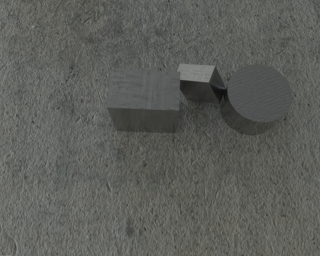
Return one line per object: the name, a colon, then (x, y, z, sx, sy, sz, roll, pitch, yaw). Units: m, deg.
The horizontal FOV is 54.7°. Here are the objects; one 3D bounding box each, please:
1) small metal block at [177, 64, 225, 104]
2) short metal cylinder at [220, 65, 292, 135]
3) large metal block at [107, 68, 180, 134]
small metal block: (0.053, -0.058, 0.408, 0.050, 0.050, 0.025, 11, 68, 32)
short metal cylinder: (0.124, -0.036, 0.409, 0.081, 0.050, 0.080, 0, 70, 0)
large metal block: (-0.018, -0.031, 0.390, 0.080, 0.080, 0.050, 3, 70, 1)
